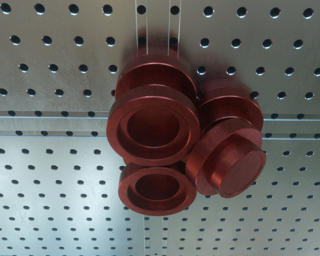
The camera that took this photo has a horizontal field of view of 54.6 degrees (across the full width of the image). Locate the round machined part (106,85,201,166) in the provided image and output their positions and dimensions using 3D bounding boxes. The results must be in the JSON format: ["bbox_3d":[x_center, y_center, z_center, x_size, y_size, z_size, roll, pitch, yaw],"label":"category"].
[{"bbox_3d":[-0.007,-0.006,0.339,0.099,0.042,0.097,0,130,0],"label":"round machined part"}]

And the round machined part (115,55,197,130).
[{"bbox_3d":[-0.005,-0.034,0.372,0.099,0.042,0.097,0,130,0],"label":"round machined part"}]

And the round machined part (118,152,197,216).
[{"bbox_3d":[-0.003,0.069,0.403,0.099,0.042,0.097,0,130,0],"label":"round machined part"}]

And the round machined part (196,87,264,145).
[{"bbox_3d":[0.084,-0.001,0.401,0.099,0.042,0.097,0,130,0],"label":"round machined part"}]

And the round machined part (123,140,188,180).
[{"bbox_3d":[-0.004,0.041,0.436,0.099,0.042,0.097,0,130,0],"label":"round machined part"}]

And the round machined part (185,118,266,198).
[{"bbox_3d":[0.081,0.041,0.352,0.099,0.042,0.097,-22,134,-24],"label":"round machined part"}]
